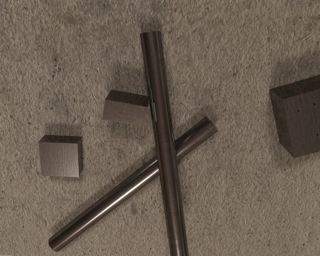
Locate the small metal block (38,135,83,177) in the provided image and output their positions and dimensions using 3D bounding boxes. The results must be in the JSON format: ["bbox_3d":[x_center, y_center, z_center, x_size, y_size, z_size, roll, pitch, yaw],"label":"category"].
[{"bbox_3d":[-0.134,0.038,0.422,0.050,0.025,0.050,2,110,-2],"label":"small metal block"}]

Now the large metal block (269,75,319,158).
[{"bbox_3d":[0.194,-0.018,0.393,0.080,0.050,0.080,-17,110,5],"label":"large metal block"}]

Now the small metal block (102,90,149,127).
[{"bbox_3d":[-0.041,-0.026,0.386,0.050,0.050,0.025,10,110,-4],"label":"small metal block"}]

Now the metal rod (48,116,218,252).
[{"bbox_3d":[-0.046,0.086,0.440,0.300,0.025,0.025,-39,106,12],"label":"metal rod"}]

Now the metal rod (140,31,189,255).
[{"bbox_3d":[0.008,0.032,0.396,0.025,0.025,0.298,-7,101,2],"label":"metal rod"}]
